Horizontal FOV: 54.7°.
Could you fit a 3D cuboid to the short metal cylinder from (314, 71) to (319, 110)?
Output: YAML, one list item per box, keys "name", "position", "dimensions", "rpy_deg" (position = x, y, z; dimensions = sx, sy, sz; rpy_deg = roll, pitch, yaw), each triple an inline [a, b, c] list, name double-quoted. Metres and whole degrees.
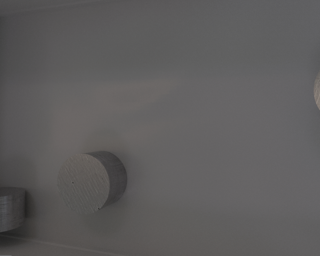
- name: "short metal cylinder"
  position: [0.205, -0.039, 0.312]
  dimensions: [0.080, 0.050, 0.079]
  rpy_deg: [1, 92, 40]

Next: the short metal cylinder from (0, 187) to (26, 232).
- name: "short metal cylinder"
  position: [-0.248, 0.122, 0.469]
  dimensions: [0.080, 0.080, 0.050]
  rpy_deg: [-1, 90, 20]

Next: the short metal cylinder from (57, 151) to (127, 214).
- name: "short metal cylinder"
  position: [-0.093, 0.073, 0.430]
  dimensions: [0.080, 0.050, 0.080]
  rpy_deg: [0, 90, 20]
